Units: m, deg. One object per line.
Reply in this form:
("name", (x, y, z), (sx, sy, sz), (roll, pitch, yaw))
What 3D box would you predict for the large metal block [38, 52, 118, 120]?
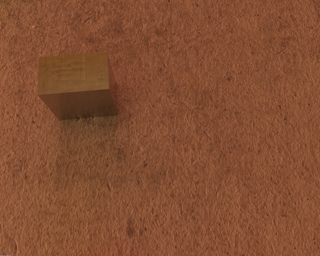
("large metal block", (-0.100, -0.051, 0.397), (0.081, 0.080, 0.050), (-5, 70, -2))
